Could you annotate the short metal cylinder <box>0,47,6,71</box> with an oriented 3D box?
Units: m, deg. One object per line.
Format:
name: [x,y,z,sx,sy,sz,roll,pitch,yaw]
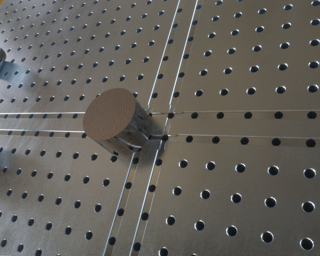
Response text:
short metal cylinder: [-0.379,-0.148,0.658,0.080,0.080,0.050,-4,60,26]

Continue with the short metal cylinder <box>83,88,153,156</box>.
short metal cylinder: [-0.057,-0.008,0.425,0.080,0.050,0.080,-13,56,21]
